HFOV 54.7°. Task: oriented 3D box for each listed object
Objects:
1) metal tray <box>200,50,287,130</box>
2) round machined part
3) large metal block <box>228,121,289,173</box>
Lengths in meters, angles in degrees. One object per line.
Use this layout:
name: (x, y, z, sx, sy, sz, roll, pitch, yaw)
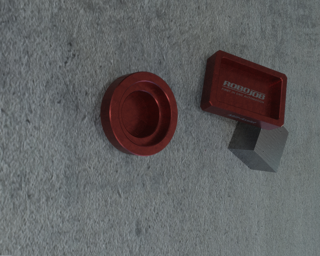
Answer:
metal tray: (0.132, -0.056, 0.479, 0.131, 0.030, 0.090, 15, 74, -17)
round machined part: (-0.029, -0.016, 0.371, 0.099, 0.042, 0.097, 0, 90, -40)
large metal block: (0.172, 0.021, 0.536, 0.080, 0.050, 0.080, 39, 66, -34)
